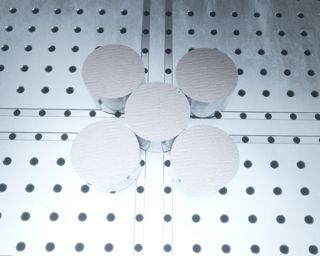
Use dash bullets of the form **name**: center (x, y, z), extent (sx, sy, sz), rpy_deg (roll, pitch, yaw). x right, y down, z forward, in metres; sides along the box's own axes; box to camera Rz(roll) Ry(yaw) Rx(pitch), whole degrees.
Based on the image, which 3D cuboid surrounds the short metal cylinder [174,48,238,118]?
- **short metal cylinder**: center (0.060, -0.060, 0.419), extent (0.081, 0.050, 0.080), rpy_deg (0, 70, 0)

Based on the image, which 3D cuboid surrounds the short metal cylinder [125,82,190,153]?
- **short metal cylinder**: center (-0.003, -0.013, 0.403), extent (0.081, 0.050, 0.080), rpy_deg (0, 70, 0)

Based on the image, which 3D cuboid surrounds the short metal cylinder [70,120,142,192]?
- **short metal cylinder**: center (-0.064, 0.036, 0.383), extent (0.081, 0.050, 0.080), rpy_deg (0, 70, 0)

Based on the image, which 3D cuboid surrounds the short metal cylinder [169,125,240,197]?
- **short metal cylinder**: center (0.052, 0.042, 0.383), extent (0.081, 0.050, 0.080), rpy_deg (0, 70, 0)

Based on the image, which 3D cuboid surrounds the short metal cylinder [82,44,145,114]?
- **short metal cylinder**: center (-0.060, -0.066, 0.421), extent (0.081, 0.050, 0.080), rpy_deg (0, 70, 0)
